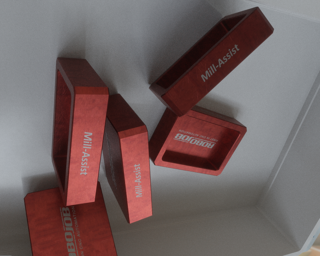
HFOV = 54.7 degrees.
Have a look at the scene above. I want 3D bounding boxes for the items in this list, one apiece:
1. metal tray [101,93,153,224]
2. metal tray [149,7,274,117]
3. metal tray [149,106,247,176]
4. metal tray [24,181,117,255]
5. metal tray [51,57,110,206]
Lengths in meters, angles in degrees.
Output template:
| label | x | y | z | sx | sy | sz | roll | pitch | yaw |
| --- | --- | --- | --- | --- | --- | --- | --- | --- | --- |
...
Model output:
| label | x | y | z | sx | sy | sz | roll | pitch | yaw |
| --- | --- | --- | --- | --- | --- | --- | --- | --- | --- |
| metal tray | -0.043 | 0.036 | 0.366 | 0.030 | 0.090 | 0.129 | -15 | 125 | -20 |
| metal tray | 0.051 | -0.074 | 0.346 | 0.130 | 0.090 | 0.030 | -43 | 107 | 1 |
| metal tray | 0.055 | 0.018 | 0.448 | 0.131 | 0.030 | 0.089 | 15 | 111 | -35 |
| metal tray | -0.105 | 0.135 | 0.372 | 0.091 | 0.130 | 0.030 | -9 | 158 | -24 |
| metal tray | -0.087 | 0.003 | 0.321 | 0.030 | 0.090 | 0.129 | -2 | 120 | -28 |
